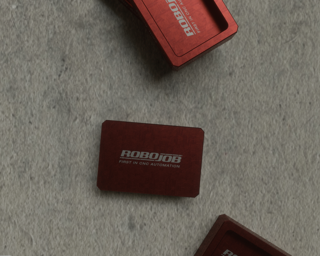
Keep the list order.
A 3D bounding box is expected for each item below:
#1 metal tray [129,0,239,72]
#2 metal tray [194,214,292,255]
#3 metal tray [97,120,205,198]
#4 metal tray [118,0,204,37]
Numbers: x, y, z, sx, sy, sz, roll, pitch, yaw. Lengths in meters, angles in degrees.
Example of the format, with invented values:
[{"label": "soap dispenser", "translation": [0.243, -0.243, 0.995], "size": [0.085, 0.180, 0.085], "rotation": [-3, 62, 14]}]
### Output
[{"label": "metal tray", "translation": [0.022, -0.147, 0.377], "size": [0.090, 0.030, 0.130], "rotation": [-32, 90, -1]}, {"label": "metal tray", "translation": [0.115, 0.187, 0.409], "size": [0.130, 0.030, 0.090], "rotation": [32, 90, -1]}, {"label": "metal tray", "translation": [-0.012, 0.039, 0.407], "size": [0.131, 0.030, 0.089], "rotation": [5, 90, -1]}, {"label": "metal tray", "translation": [-0.007, -0.189, 0.407], "size": [0.130, 0.030, 0.090], "rotation": [43, 90, -1]}]
